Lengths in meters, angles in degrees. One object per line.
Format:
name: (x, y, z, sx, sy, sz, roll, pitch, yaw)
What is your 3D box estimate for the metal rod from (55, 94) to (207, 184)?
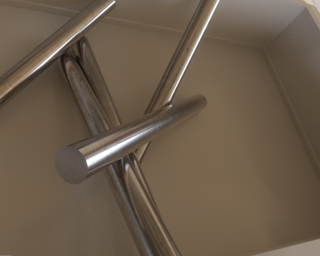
metal rod: (0.001, -0.007, 0.329, 0.025, 0.025, 0.301, 49, 25, 6)

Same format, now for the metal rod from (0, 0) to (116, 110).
metal rod: (-0.144, -0.072, 0.351, 0.025, 0.025, 0.301, 37, 57, -4)

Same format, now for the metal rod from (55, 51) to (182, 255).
metal rod: (-0.057, 0.004, 0.297, 0.025, 0.025, 0.300, -4, 40, -30)

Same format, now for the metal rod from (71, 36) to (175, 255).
metal rod: (-0.051, 0.007, 0.355, 0.025, 0.025, 0.299, -8, 60, -32)

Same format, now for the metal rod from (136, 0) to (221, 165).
metal rod: (0.028, -0.090, 0.402, 0.025, 0.025, 0.300, 28, 76, -11)
